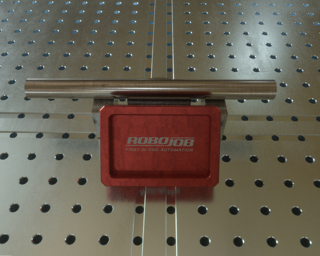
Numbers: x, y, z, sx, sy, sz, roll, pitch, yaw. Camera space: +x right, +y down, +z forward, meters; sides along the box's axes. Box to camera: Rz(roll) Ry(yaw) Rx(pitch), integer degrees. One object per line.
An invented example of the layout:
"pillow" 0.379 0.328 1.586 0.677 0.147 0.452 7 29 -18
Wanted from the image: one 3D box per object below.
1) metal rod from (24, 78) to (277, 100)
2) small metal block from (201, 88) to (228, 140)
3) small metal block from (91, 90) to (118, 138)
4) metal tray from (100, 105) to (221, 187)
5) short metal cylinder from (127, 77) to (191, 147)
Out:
"metal rod" -0.011 -0.048 0.382 0.302 0.025 0.025 0 50 0
"small metal block" 0.069 -0.019 0.408 0.025 0.050 0.050 -1 50 0
"small metal block" -0.070 -0.022 0.409 0.025 0.050 0.050 -1 50 0
"metal tray" 0.000 0.019 0.352 0.131 0.089 0.030 0 7 0
"short metal cylinder" -0.001 -0.022 0.409 0.080 0.050 0.080 0 50 0
